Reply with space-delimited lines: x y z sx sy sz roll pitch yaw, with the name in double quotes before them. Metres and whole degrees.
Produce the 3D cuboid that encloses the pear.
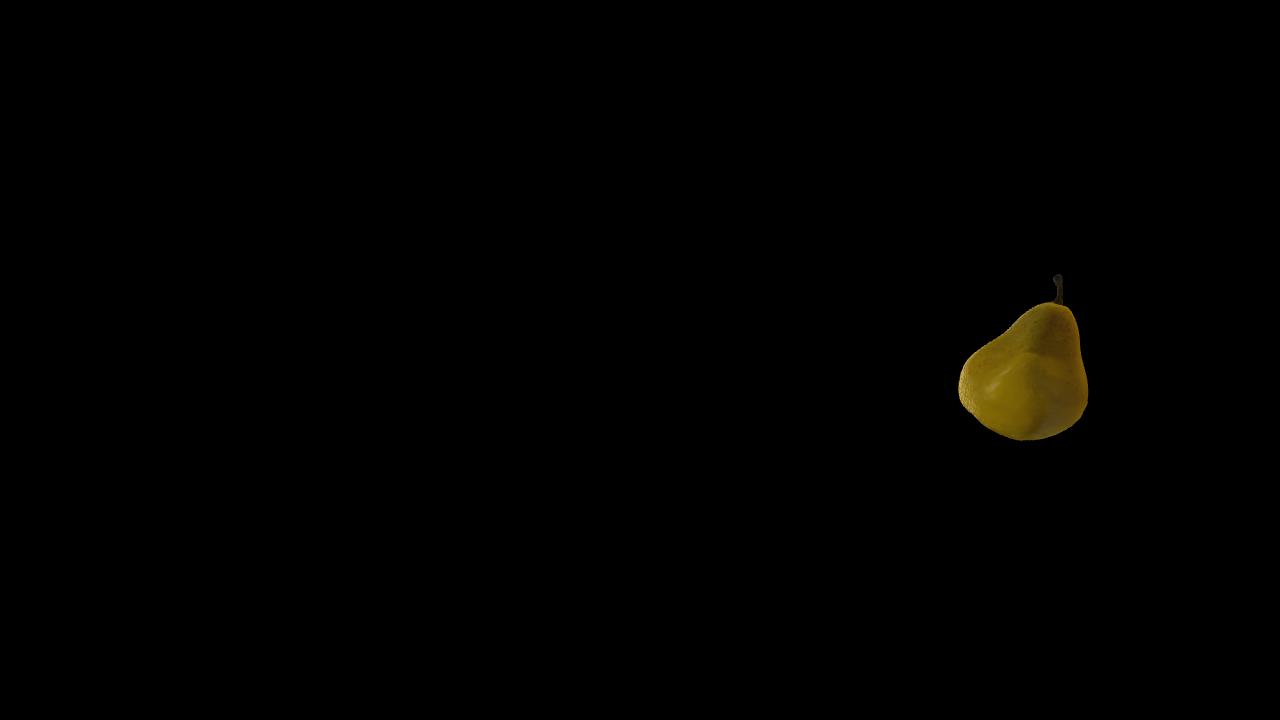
"pear" 0.277 0.000 0.426 0.080 0.111 0.080 16 26 -8
